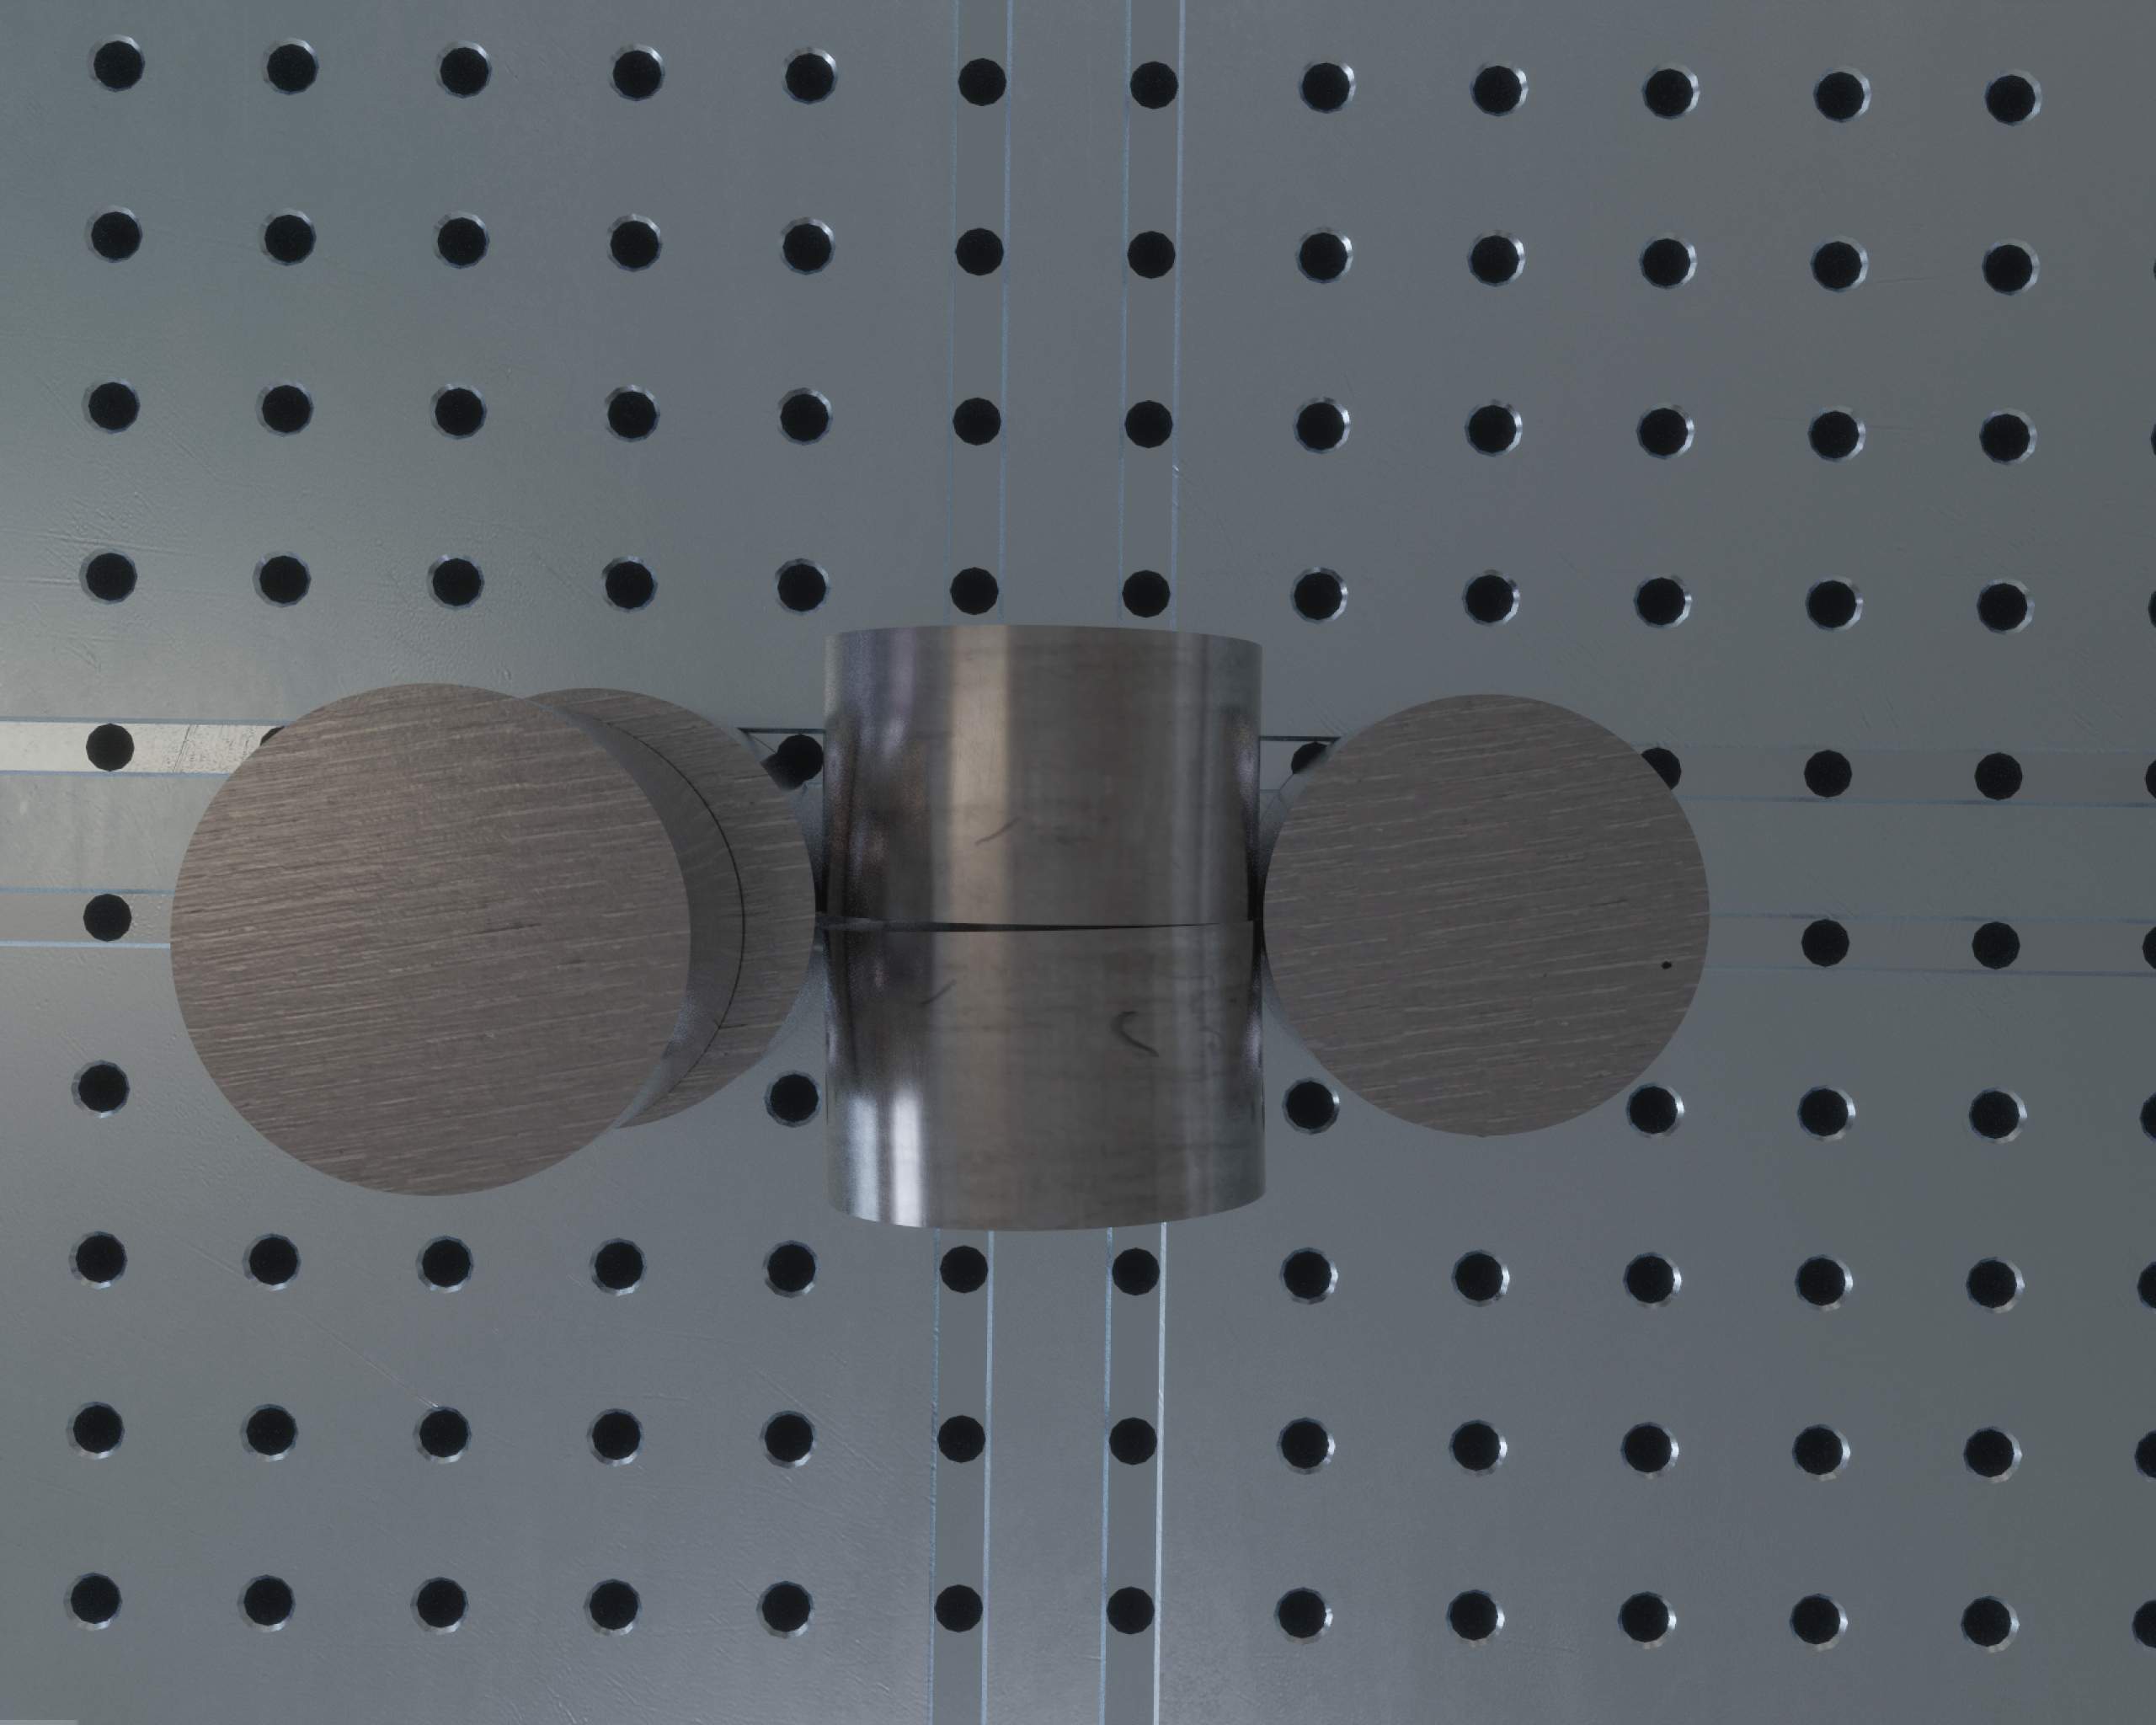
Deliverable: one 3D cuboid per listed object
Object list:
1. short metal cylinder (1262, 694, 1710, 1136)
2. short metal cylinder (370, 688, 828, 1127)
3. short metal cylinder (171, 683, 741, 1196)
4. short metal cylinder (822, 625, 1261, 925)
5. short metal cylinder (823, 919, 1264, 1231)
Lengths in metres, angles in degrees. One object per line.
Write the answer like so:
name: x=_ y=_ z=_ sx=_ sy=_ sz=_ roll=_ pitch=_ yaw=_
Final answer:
short metal cylinder: x=0.074 y=0.009 z=0.401 sx=0.081 sy=0.050 sz=0.079 roll=0 pitch=90 yaw=-1
short metal cylinder: x=-0.088 y=0.008 z=0.400 sx=0.081 sy=0.050 sz=0.079 roll=0 pitch=90 yaw=-1
short metal cylinder: x=-0.100 y=0.012 z=0.348 sx=0.081 sy=0.050 sz=0.079 roll=0 pitch=90 yaw=0
short metal cylinder: x=-0.007 y=-0.015 z=0.386 sx=0.081 sy=0.080 sz=0.050 roll=1 pitch=91 yaw=0
short metal cylinder: x=-0.006 y=0.036 z=0.385 sx=0.081 sy=0.080 sz=0.050 roll=-1 pitch=90 yaw=0
